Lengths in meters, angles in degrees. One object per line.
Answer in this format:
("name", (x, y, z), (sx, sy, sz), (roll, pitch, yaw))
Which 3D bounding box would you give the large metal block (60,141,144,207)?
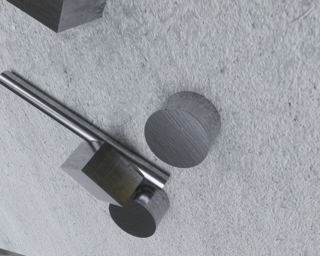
("large metal block", (-0.085, 0.065, 0.448), (0.080, 0.050, 0.080), (48, 151, -24))

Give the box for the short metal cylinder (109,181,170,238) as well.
("short metal cylinder", (-0.032, 0.123, 0.484), (0.080, 0.050, 0.079), (13, 124, 21))

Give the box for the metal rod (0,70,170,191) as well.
("metal rod", (-0.118, 0.001, 0.469), (0.301, 0.025, 0.025), (33, 129, 6))

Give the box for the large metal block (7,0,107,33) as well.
("large metal block", (-0.112, -0.154, 0.335), (0.080, 0.080, 0.050), (34, 129, 6))

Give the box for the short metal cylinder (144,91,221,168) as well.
("short metal cylinder", (0.028, 0.002, 0.377), (0.080, 0.050, 0.079), (13, 124, 21))
